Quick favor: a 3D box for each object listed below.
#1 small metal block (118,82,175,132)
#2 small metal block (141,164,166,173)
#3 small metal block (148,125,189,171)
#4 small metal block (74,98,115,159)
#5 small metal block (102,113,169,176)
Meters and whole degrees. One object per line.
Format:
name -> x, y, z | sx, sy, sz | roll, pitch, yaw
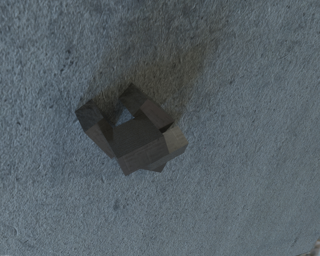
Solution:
small metal block -> -0.016, -0.023, 0.371 | 0.025, 0.050, 0.050 | -49, 129, 6
small metal block -> -0.012, 0.030, 0.422 | 0.050, 0.025, 0.050 | 17, 109, -35
small metal block -> 0.004, 0.026, 0.380 | 0.050, 0.025, 0.050 | -28, 166, -11
small metal block -> -0.068, 0.001, 0.357 | 0.025, 0.050, 0.050 | -39, 130, -3
small metal block -> -0.026, 0.016, 0.324 | 0.050, 0.050, 0.025 | -26, 128, -13
